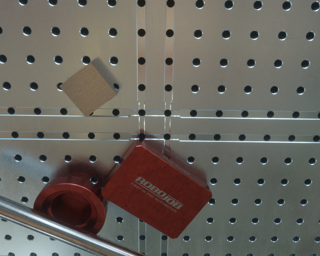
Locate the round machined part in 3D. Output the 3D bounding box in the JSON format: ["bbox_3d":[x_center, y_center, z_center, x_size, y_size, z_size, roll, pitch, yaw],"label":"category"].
[{"bbox_3d":[-0.124,0.111,0.444,0.099,0.042,0.097,0,110,-1],"label":"round machined part"}]

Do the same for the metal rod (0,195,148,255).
[{"bbox_3d":[-0.119,0.146,0.420,0.301,0.025,0.025,26,108,-10],"label":"metal rod"}]

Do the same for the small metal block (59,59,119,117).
[{"bbox_3d":[-0.089,-0.050,0.394,0.050,0.025,0.050,-34,107,11],"label":"small metal block"}]

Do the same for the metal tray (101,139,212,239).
[{"bbox_3d":[-0.004,0.087,0.438,0.130,0.030,0.090,35,100,-13],"label":"metal tray"}]
